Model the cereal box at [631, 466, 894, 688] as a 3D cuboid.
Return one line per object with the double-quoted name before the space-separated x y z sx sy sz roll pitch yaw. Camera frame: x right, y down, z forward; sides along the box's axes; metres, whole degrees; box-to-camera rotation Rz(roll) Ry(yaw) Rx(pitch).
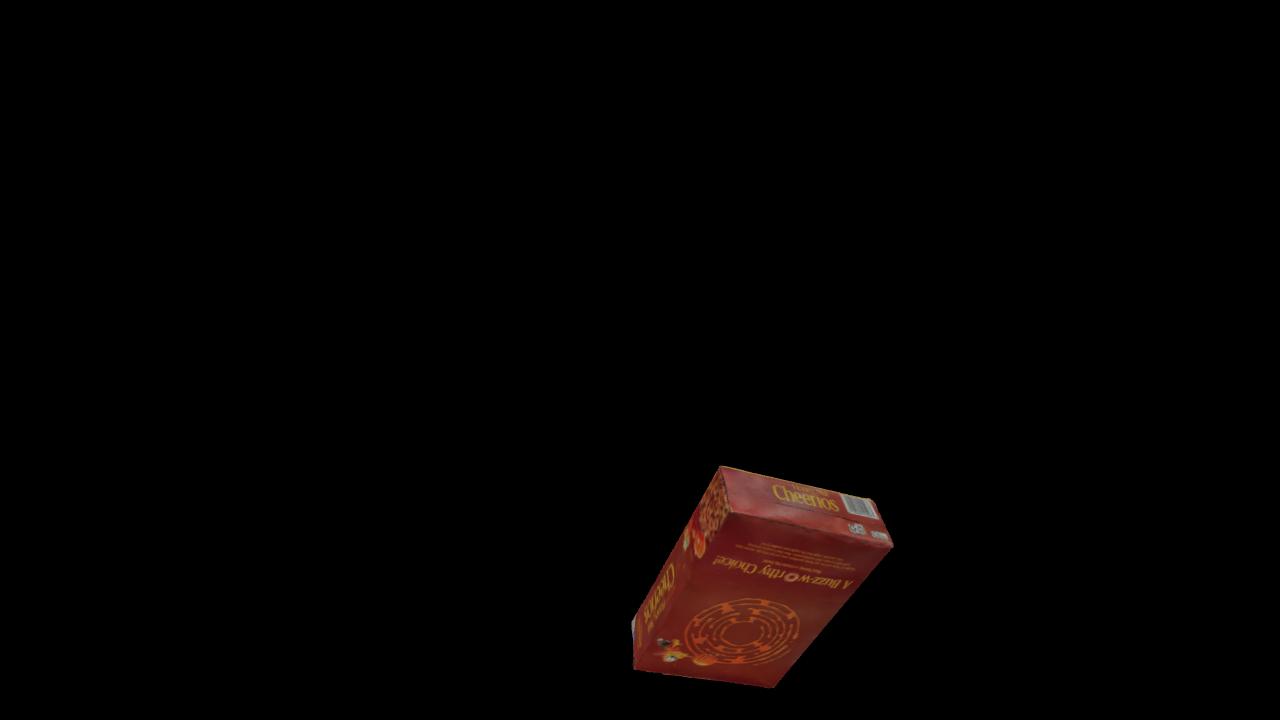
"cereal box" 0.131 0.276 0.746 0.203 0.306 0.081 14 32 -13
